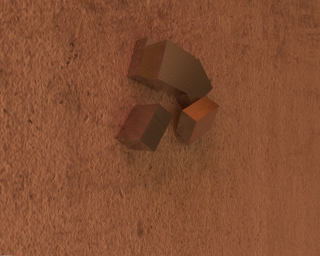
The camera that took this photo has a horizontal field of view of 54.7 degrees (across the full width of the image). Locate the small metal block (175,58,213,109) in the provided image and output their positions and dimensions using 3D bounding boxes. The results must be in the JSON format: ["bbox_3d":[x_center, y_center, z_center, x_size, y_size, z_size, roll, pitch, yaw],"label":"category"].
[{"bbox_3d":[0.043,-0.063,0.440,0.050,0.025,0.050,-45,117,-30],"label":"small metal block"}]

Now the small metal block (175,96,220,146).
[{"bbox_3d":[0.051,-0.010,0.430,0.050,0.025,0.050,-32,151,-35],"label":"small metal block"}]

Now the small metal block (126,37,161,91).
[{"bbox_3d":[-0.010,-0.080,0.396,0.050,0.025,0.050,21,77,-38],"label":"small metal block"}]

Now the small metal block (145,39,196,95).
[{"bbox_3d":[0.014,-0.073,0.383,0.050,0.025,0.050,21,77,-38],"label":"small metal block"}]

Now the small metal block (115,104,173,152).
[{"bbox_3d":[-0.019,-0.001,0.372,0.025,0.050,0.050,41,65,-32],"label":"small metal block"}]
